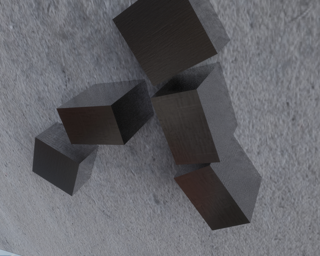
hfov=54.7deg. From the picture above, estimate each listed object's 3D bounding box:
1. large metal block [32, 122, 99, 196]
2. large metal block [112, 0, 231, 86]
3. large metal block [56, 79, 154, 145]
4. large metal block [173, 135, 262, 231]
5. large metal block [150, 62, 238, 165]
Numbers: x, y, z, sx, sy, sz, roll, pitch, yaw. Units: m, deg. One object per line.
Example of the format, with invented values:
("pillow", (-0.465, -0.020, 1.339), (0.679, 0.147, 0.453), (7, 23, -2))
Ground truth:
("large metal block", (-0.154, 0.050, 0.500), (0.080, 0.050, 0.079), (30, 128, 9))
("large metal block", (0.013, -0.101, 0.320), (0.080, 0.050, 0.080), (-22, 107, 36))
("large metal block", (-0.065, -0.021, 0.391), (0.080, 0.080, 0.050), (-1, 118, 28))
("large metal block", (0.072, 0.060, 0.369), (0.050, 0.080, 0.080), (-27, 104, 37))
("large metal block", (0.042, -0.017, 0.338), (0.050, 0.080, 0.080), (-8, 115, 31))
